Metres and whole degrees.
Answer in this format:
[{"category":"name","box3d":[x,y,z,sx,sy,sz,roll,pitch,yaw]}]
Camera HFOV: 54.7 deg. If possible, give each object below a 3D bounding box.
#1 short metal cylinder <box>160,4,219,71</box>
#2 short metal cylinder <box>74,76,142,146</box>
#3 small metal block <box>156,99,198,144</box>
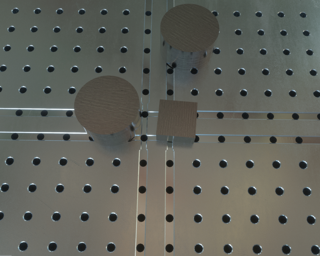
[{"category":"short metal cylinder","box3d":[0.041,-0.129,0.446,0.081,0.050,0.080,0,70,0]},{"category":"short metal cylinder","box3d":[-0.065,-0.021,0.406,0.081,0.050,0.080,0,70,0]},{"category":"small metal block","box3d":[0.023,-0.009,0.415,0.050,0.025,0.050,5,70,2]}]
